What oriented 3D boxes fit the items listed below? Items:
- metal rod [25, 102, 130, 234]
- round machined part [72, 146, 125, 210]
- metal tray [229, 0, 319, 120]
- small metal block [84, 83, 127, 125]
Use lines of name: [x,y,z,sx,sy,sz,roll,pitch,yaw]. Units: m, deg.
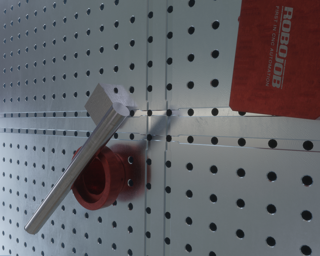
metal rod: [-0.135,0.075,0.466,0.299,0.025,0.025,-49,61,29]
round machined part: [-0.092,0.073,0.474,0.098,0.042,0.097,0,90,40]
metal tray: [0.123,-0.077,0.305,0.090,0.030,0.129,10,96,39]
small metal block: [-0.085,-0.034,0.480,0.050,0.025,0.050,-52,60,27]
